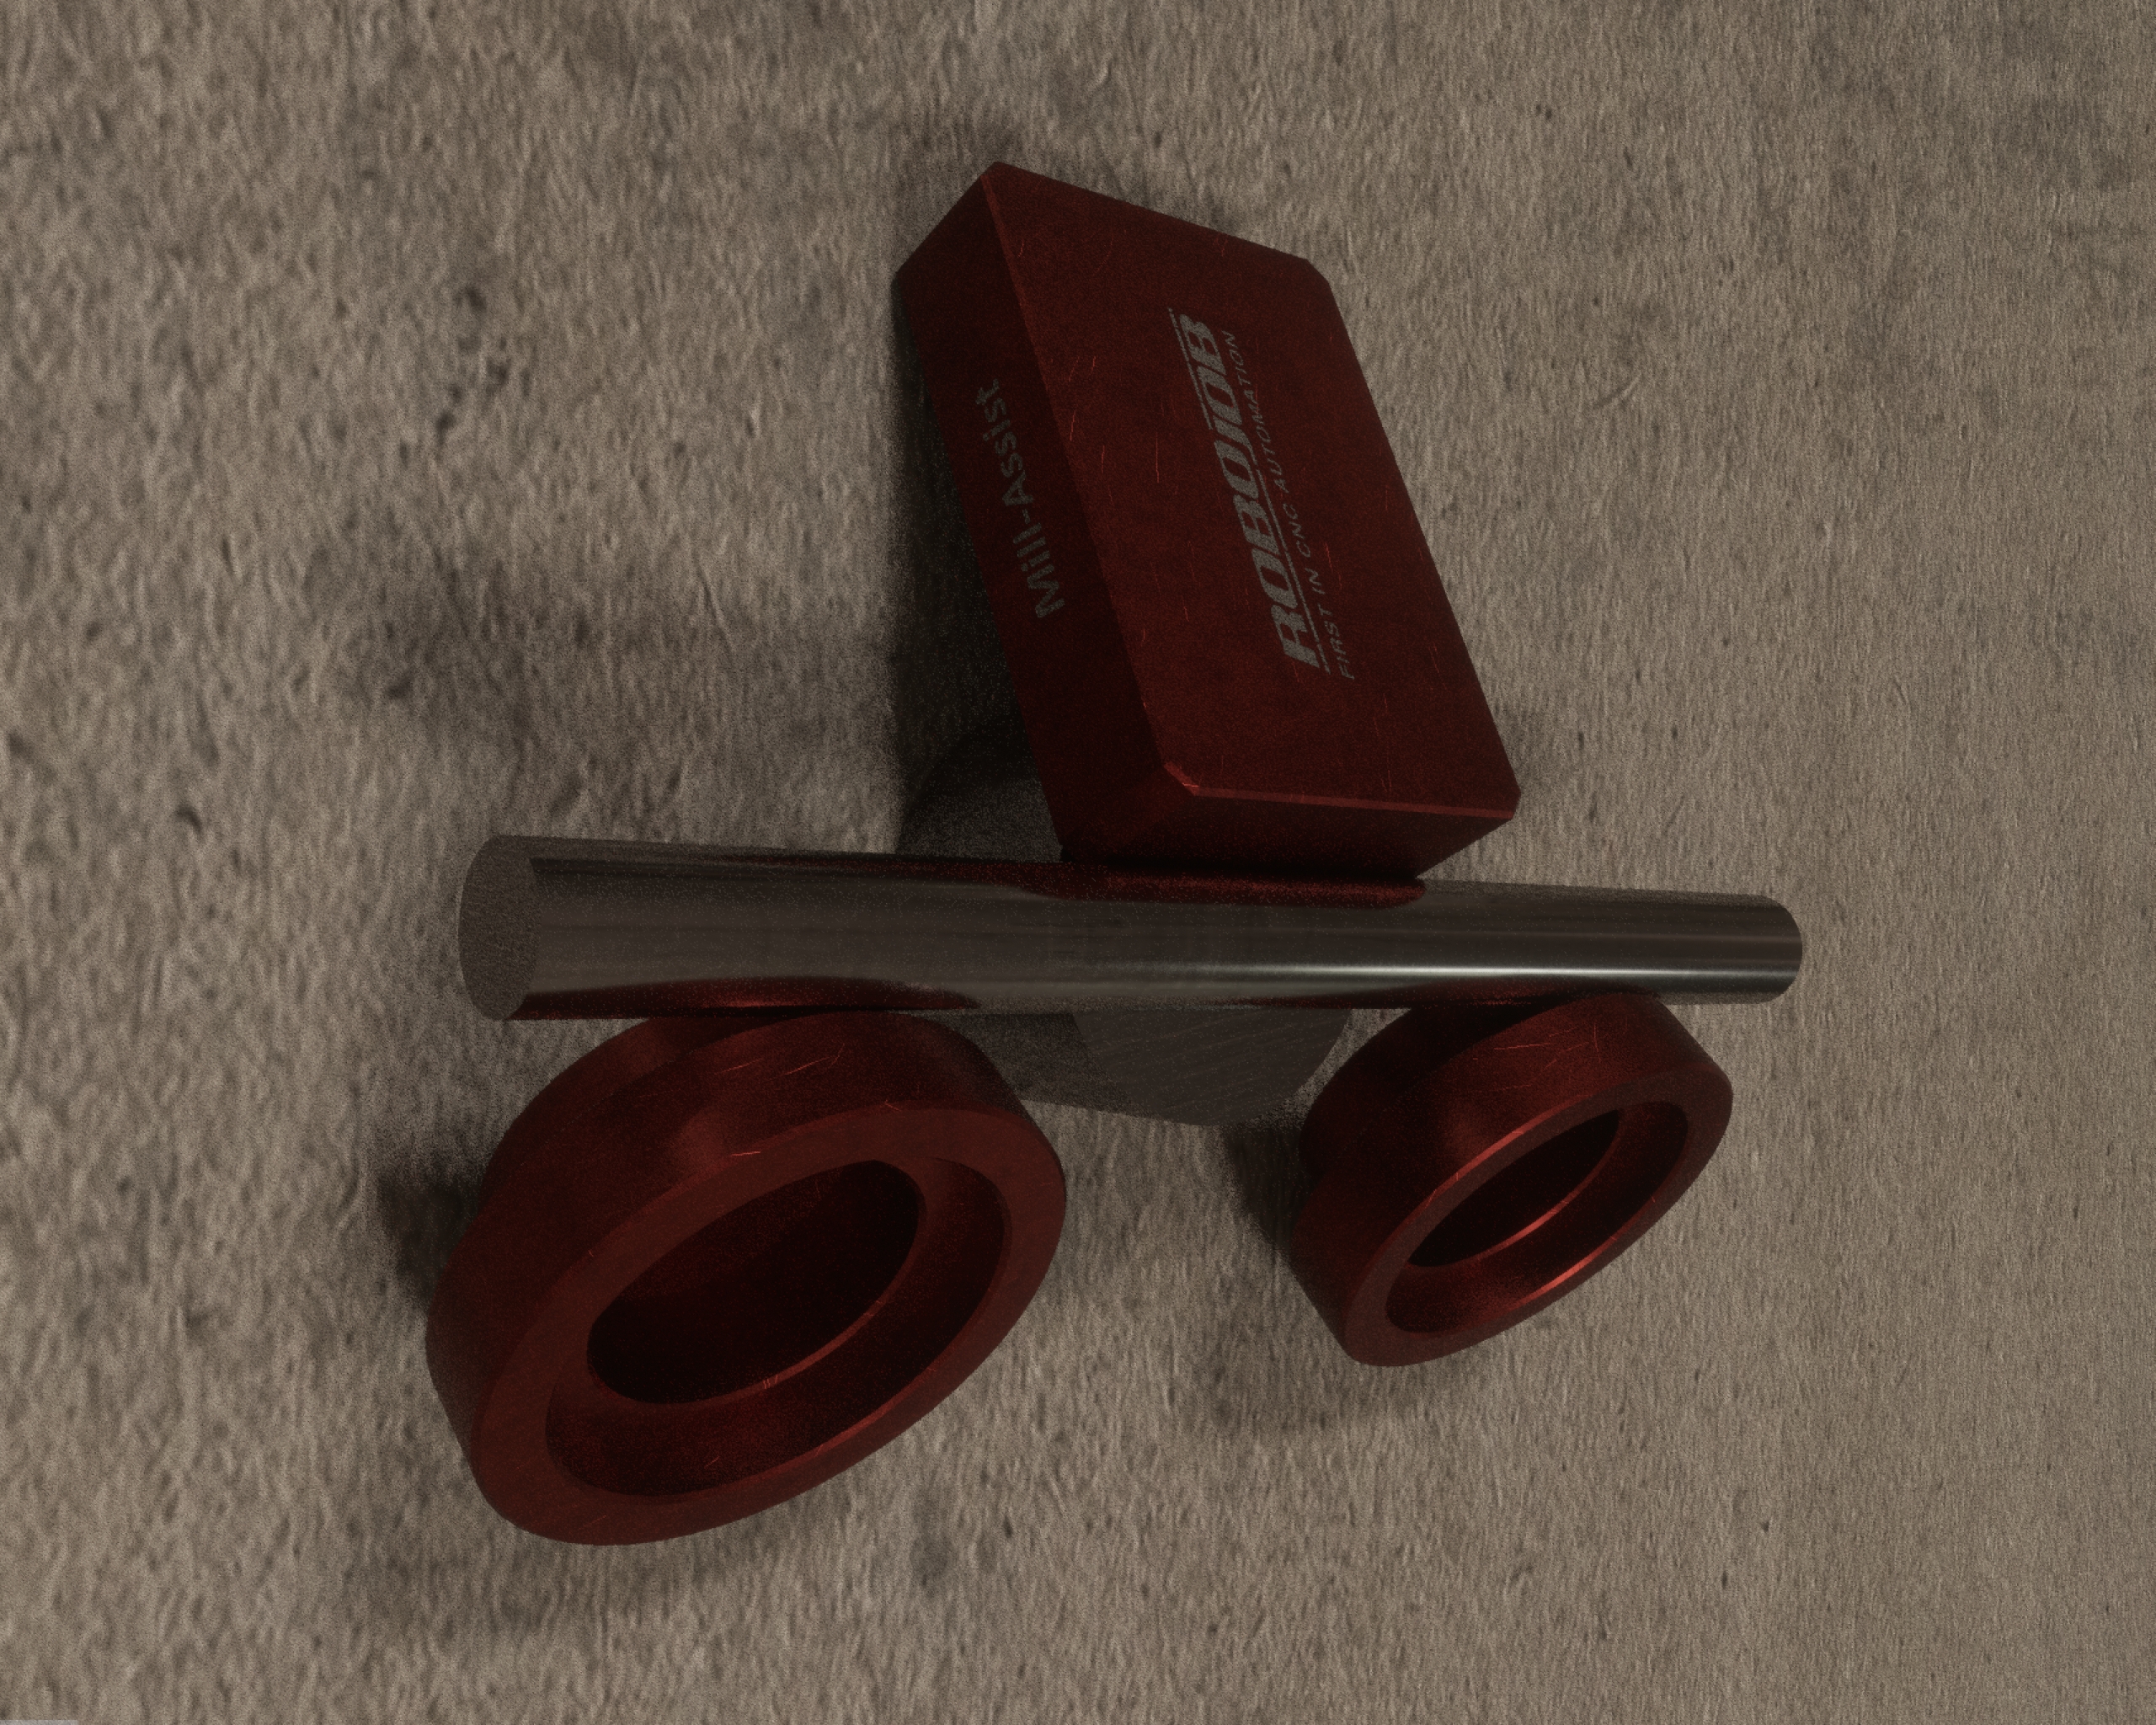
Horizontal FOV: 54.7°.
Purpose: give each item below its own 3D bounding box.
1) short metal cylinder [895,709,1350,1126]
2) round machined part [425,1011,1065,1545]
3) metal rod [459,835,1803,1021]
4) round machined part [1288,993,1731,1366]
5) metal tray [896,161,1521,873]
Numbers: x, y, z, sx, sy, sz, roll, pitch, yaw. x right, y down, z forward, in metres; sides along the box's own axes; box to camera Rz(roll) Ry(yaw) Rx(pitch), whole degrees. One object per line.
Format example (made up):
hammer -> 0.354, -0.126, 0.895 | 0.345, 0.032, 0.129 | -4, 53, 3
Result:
short metal cylinder -> 0.011, 0.008, 0.401 | 0.081, 0.050, 0.079 | 0, 90, -40
round machined part -> -0.055, 0.059, 0.330 | 0.099, 0.042, 0.097 | -24, 141, -21
metal rod -> 0.038, 0.014, 0.376 | 0.302, 0.025, 0.025 | 3, 88, -40
round machined part -> 0.087, 0.061, 0.448 | 0.099, 0.042, 0.097 | -22, 144, -17
metal tray -> 0.024, -0.061, 0.390 | 0.091, 0.030, 0.130 | 3, 62, -40
